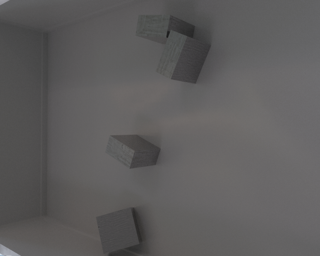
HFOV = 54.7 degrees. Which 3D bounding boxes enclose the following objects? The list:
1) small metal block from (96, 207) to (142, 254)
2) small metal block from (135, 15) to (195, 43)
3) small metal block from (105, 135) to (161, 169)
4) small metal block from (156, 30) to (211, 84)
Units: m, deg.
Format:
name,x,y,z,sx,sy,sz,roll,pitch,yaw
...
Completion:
name,x,y,z,sx,sy,sz,roll,pitch,yaw
small metal block,-0.057,0.144,0.437,0.050,0.025,0.050,-16,74,0
small metal block,0.007,-0.121,0.385,0.050,0.050,0.025,17,101,39
small metal block,-0.037,0.031,0.421,0.050,0.050,0.025,27,107,36
small metal block,0.028,-0.083,0.367,0.025,0.050,0.050,34,111,35
